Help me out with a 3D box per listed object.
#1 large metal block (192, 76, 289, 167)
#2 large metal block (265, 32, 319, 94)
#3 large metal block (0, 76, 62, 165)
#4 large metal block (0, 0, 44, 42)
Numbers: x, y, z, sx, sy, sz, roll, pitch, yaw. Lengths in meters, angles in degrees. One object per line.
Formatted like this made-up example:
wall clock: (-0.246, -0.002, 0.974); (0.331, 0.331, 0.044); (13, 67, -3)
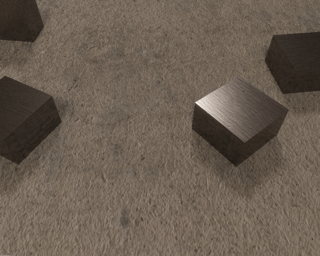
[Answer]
large metal block: (0.100, -0.011, 0.397); (0.081, 0.050, 0.080); (-32, 57, -24)
large metal block: (0.220, -0.101, 0.475); (0.081, 0.050, 0.080); (-6, 50, -5)
large metal block: (-0.189, -0.012, 0.395); (0.080, 0.050, 0.080); (23, 53, 17)
large metal block: (-0.258, -0.198, 0.531); (0.080, 0.080, 0.050); (5, 50, 4)
